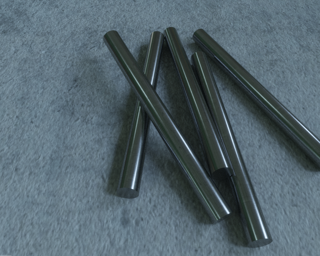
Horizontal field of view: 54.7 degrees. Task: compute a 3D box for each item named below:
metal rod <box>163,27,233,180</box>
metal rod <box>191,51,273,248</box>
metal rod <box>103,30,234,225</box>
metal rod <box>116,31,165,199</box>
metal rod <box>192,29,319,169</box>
[{"bbox_3d":[0.043,-0.057,0.442,0.025,0.025,0.300,-7,48,-7],"label":"metal rod"},{"bbox_3d":[0.081,0.001,0.403,0.025,0.025,0.300,-5,50,-5],"label":"metal rod"},{"bbox_3d":[-0.003,-0.020,0.392,0.025,0.025,0.299,-22,62,-18],"label":"metal rod"},{"bbox_3d":[-0.020,-0.042,0.438,0.025,0.025,0.300,5,50,4],"label":"metal rod"},{"bbox_3d":[0.135,-0.059,0.454,0.025,0.025,0.300,-21,53,-17],"label":"metal rod"}]
